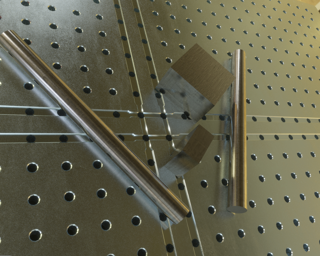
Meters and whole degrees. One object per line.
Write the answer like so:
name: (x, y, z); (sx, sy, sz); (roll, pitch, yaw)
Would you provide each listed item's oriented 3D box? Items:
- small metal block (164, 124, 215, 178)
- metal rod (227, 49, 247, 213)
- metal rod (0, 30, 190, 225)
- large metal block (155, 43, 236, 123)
small metal block: (0.037, 0.030, 0.396); (0.025, 0.050, 0.050); (39, 51, -2)
metal rod: (0.122, -0.015, 0.485); (0.025, 0.025, 0.300); (22, 53, -16)
metal rod: (-0.080, -0.003, 0.367); (0.300, 0.025, 0.025); (45, 51, 3)
large metal block: (0.054, -0.068, 0.465); (0.080, 0.050, 0.080); (41, 51, 0)
